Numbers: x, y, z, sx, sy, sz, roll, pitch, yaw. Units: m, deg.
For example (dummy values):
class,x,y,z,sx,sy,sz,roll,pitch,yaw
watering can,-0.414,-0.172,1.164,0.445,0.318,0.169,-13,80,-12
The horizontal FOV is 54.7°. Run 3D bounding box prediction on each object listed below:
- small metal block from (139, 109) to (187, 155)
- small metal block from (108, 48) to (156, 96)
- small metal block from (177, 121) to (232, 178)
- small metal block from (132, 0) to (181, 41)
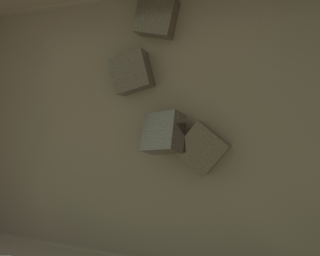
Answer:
class,x,y,z,sx,sy,sz,roll,pitch,yaw
small metal block,0.004,0.006,0.393,0.050,0.025,0.050,-7,69,39
small metal block,-0.038,-0.075,0.423,0.050,0.025,0.050,-15,85,19
small metal block,0.054,0.026,0.391,0.050,0.025,0.050,41,103,15
small metal block,-0.005,-0.147,0.411,0.050,0.025,0.050,14,94,19
